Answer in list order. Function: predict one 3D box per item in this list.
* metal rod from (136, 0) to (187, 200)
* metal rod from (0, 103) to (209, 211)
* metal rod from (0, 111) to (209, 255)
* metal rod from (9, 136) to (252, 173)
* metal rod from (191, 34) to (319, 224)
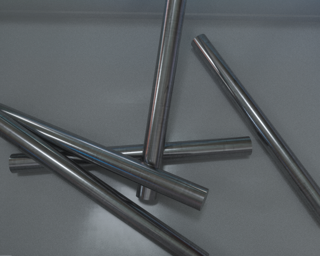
[{"bbox_3d":[0.006,-0.064,0.368,0.025,0.025,0.298,9,92,3],"label":"metal rod"},{"bbox_3d":[-0.088,0.026,0.370,0.301,0.025,0.025,20,71,18],"label":"metal rod"},{"bbox_3d":[-0.076,0.072,0.363,0.301,0.025,0.025,33,73,3],"label":"metal rod"},{"bbox_3d":[-0.035,0.034,0.396,0.302,0.025,0.025,-4,70,-2],"label":"metal rod"},{"bbox_3d":[0.132,-0.008,0.414,0.025,0.025,0.299,-29,73,-10],"label":"metal rod"}]
